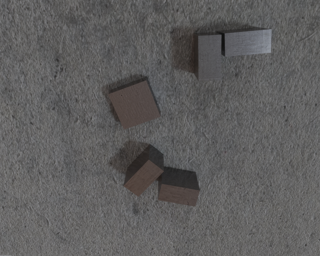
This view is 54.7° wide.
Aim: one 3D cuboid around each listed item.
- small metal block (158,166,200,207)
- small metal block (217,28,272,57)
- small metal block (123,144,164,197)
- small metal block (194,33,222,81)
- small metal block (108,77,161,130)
[{"bbox_3d":[0.024,0.079,0.426,0.050,0.050,0.025,11,110,-4],"label":"small metal block"},{"bbox_3d":[0.096,-0.101,0.360,0.050,0.050,0.025,-5,110,2],"label":"small metal block"},{"bbox_3d":[-0.021,0.056,0.417,0.025,0.050,0.050,40,105,-13],"label":"small metal block"},{"bbox_3d":[0.055,-0.085,0.365,0.025,0.050,0.050,-3,110,1],"label":"small metal block"},{"bbox_3d":[-0.031,-0.032,0.398,0.050,0.025,0.050,-19,109,7],"label":"small metal block"}]
